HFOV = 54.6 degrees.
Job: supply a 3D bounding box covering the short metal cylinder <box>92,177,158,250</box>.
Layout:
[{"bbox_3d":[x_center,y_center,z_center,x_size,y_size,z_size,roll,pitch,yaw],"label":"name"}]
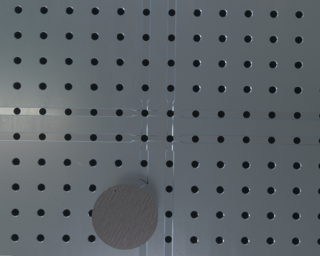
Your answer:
[{"bbox_3d":[-0.042,0.108,0.401,0.080,0.050,0.080,0,90,0],"label":"short metal cylinder"}]
